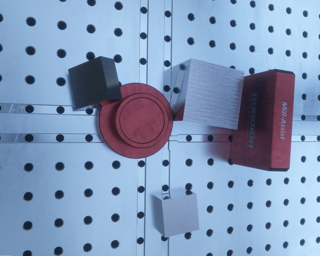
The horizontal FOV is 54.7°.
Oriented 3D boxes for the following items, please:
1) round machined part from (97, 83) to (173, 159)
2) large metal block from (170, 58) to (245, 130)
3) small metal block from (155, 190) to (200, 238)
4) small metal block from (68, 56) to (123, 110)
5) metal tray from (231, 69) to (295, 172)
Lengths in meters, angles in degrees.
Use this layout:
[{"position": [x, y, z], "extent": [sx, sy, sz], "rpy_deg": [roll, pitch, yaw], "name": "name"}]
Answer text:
[{"position": [-0.028, -0.009, 0.394], "extent": [0.099, 0.042, 0.097], "rpy_deg": [0, 90, -20], "name": "round machined part"}, {"position": [0.063, -0.043, 0.424], "extent": [0.081, 0.050, 0.080], "rpy_deg": [9, 87, -20], "name": "large metal block"}, {"position": [0.024, 0.116, 0.423], "extent": [0.050, 0.025, 0.050], "rpy_deg": [-6, 92, -20], "name": "small metal block"}, {"position": [-0.077, -0.052, 0.366], "extent": [0.025, 0.050, 0.050], "rpy_deg": [-6, 83, -62], "name": "small metal block"}, {"position": [0.140, -0.010, 0.431], "extent": [0.030, 0.090, 0.129], "rpy_deg": [5, 89, -20], "name": "metal tray"}]
